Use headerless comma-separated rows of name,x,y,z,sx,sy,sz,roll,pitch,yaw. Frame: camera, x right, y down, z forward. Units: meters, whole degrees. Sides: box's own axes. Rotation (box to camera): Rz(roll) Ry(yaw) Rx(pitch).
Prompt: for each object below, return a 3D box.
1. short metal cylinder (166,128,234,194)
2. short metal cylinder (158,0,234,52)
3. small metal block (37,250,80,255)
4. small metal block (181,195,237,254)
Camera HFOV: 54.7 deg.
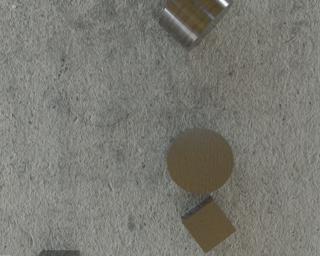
short metal cylinder,0.049,0.040,0.398,0.081,0.050,0.079,0,90,-1
short metal cylinder,0.044,-0.141,0.383,0.050,0.080,0.080,44,90,-1
small metal block,-0.135,0.191,0.408,0.050,0.025,0.050,1,90,-1
small metal block,0.064,0.127,0.411,0.050,0.025,0.050,-37,90,0
